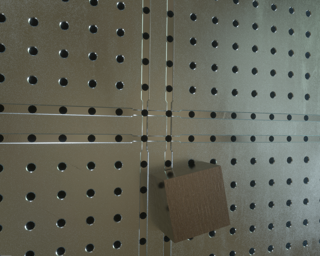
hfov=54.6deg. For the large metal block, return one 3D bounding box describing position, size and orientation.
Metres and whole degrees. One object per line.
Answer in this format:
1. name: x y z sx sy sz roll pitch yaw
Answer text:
1. large metal block: 0.040 0.095 0.414 0.081 0.050 0.080 -11 94 -20
